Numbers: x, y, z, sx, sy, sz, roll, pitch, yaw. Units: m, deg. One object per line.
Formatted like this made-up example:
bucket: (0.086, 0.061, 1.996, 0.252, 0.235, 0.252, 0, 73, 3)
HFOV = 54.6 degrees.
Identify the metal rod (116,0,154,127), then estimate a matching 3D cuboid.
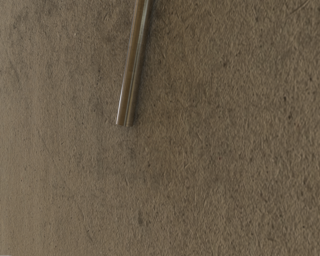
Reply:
metal rod: (-0.025, -0.150, 0.426, 0.025, 0.025, 0.298, 17, 101, 39)
